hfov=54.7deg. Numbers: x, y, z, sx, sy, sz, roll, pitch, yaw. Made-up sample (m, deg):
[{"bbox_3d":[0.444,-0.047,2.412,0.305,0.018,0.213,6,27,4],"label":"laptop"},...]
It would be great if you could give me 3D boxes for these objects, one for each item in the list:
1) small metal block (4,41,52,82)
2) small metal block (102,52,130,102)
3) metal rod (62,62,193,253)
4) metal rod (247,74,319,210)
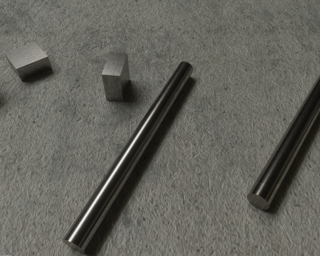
[{"bbox_3d":[-0.209,-0.106,0.491,0.050,0.025,0.050,-31,57,-23],"label":"small metal block"},{"bbox_3d":[-0.062,-0.074,0.448,0.025,0.050,0.050,6,50,5],"label":"small metal block"},{"bbox_3d":[-0.023,0.012,0.392,0.025,0.025,0.301,19,53,15],"label":"metal rod"},{"bbox_3d":[0.194,-0.013,0.415,0.025,0.025,0.301,29,56,22],"label":"metal rod"}]
